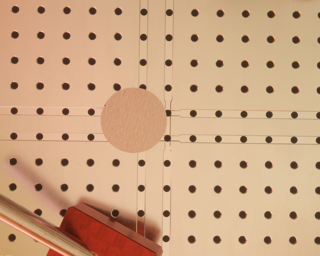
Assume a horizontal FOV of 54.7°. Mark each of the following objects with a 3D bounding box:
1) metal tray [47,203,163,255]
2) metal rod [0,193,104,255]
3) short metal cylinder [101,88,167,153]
[{"bbox_3d":[-0.073,0.166,0.394,0.130,0.030,0.090,24,90,14],"label":"metal tray"},{"bbox_3d":[-0.121,0.140,0.380,0.301,0.025,0.025,36,90,-13],"label":"metal rod"},{"bbox_3d":[-0.032,-0.010,0.401,0.081,0.050,0.079,0,90,-1],"label":"short metal cylinder"}]
